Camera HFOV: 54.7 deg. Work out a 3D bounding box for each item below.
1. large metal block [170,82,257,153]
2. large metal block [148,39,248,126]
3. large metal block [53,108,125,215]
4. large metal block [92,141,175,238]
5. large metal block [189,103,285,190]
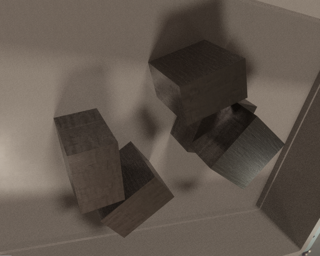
[{"bbox_3d":[0.073,-0.011,0.428,0.081,0.050,0.079,8,115,-33],"label":"large metal block"},{"bbox_3d":[0.043,-0.057,0.363,0.081,0.080,0.050,-25,127,-14],"label":"large metal block"},{"bbox_3d":[-0.080,0.035,0.352,0.050,0.080,0.079,-15,125,-20],"label":"large metal block"},{"bbox_3d":[-0.042,0.077,0.399,0.080,0.080,0.050,-39,130,-2],"label":"large metal block"},{"bbox_3d":[0.099,0.022,0.398,0.080,0.050,0.080,34,99,-39],"label":"large metal block"}]
